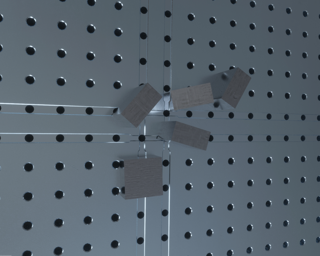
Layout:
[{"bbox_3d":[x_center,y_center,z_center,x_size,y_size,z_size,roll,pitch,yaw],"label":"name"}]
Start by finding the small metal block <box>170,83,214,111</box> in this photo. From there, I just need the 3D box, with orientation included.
[{"bbox_3d":[0.041,-0.041,0.407,0.050,0.050,0.025,-11,95,4],"label":"small metal block"}]

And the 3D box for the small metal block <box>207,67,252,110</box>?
[{"bbox_3d":[0.093,-0.054,0.435,0.025,0.050,0.050,33,79,-18],"label":"small metal block"}]

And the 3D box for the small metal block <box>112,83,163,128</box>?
[{"bbox_3d":[-0.030,-0.027,0.389,0.025,0.050,0.050,43,76,-16],"label":"small metal block"}]

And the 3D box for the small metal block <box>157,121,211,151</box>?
[{"bbox_3d":[0.031,0.010,0.412,0.050,0.050,0.025,17,84,-20],"label":"small metal block"}]

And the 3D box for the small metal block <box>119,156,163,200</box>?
[{"bbox_3d":[-0.025,0.063,0.405,0.050,0.025,0.050,-2,91,-20],"label":"small metal block"}]
